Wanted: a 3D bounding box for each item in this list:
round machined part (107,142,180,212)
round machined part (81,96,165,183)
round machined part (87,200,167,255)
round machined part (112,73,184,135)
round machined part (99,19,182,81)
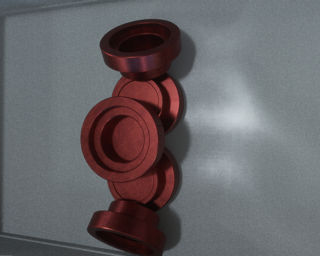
[{"bbox_3d":[-0.027,0.065,0.408,0.098,0.042,0.097,0,90,19],"label":"round machined part"},{"bbox_3d":[-0.040,0.013,0.367,0.098,0.042,0.097,0,90,19],"label":"round machined part"},{"bbox_3d":[-0.038,0.126,0.393,0.098,0.098,0.042,7,55,19],"label":"round machined part"},{"bbox_3d":[-0.021,-0.033,0.406,0.098,0.042,0.097,0,90,19],"label":"round machined part"},{"bbox_3d":[-0.022,-0.095,0.387,0.098,0.098,0.042,8,135,19],"label":"round machined part"}]
